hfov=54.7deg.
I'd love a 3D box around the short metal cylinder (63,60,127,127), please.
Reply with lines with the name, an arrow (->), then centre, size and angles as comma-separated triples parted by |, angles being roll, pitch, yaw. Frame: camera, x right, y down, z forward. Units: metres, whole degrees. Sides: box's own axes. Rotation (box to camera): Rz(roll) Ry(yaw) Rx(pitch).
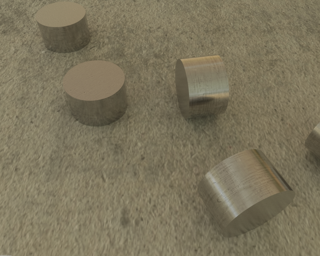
short metal cylinder -> -0.087, -0.048, 0.427 | 0.081, 0.050, 0.080 | 0, 50, 0

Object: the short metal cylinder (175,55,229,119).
short metal cylinder -> 0.054, -0.055, 0.414 | 0.050, 0.080, 0.080 | -8, 51, -7

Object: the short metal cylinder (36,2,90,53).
short metal cylinder -> -0.164, -0.173, 0.530 | 0.081, 0.050, 0.080 | 0, 50, 0

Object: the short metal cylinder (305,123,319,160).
short metal cylinder -> 0.219, 0.012, 0.360 | 0.081, 0.080, 0.050 | -24, 54, -19

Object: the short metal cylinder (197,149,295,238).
short metal cylinder -> 0.086, 0.067, 0.313 | 0.081, 0.080, 0.050 | -18, 53, -15
